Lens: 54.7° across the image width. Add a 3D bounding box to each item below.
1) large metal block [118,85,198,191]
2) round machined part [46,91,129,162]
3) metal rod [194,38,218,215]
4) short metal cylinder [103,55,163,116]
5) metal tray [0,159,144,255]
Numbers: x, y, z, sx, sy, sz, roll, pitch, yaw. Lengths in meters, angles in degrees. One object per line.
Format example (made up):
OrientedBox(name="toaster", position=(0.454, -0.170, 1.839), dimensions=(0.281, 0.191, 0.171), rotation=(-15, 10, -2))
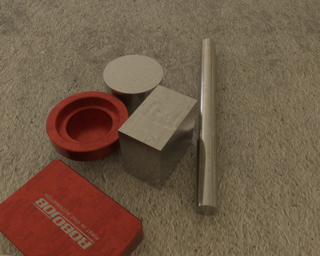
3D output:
OrientedBox(name="large metal block", position=(-0.001, 0.011, 0.358), dimensions=(0.050, 0.080, 0.080), rotation=(25, 54, 19))
OrientedBox(name="round machined part", position=(-0.087, 0.002, 0.389), dimensions=(0.099, 0.042, 0.098), rotation=(0, 50, 0))
OrientedBox(name="metal rod", position=(0.065, -0.026, 0.426), dimensions=(0.025, 0.025, 0.300), rotation=(5, 50, 4))
OrientedBox(name="short metal cylinder", position=(-0.036, -0.058, 0.435), dimensions=(0.081, 0.050, 0.080), rotation=(0, 50, 0))
OrientedBox(name="metal tray", position=(-0.093, 0.100, 0.315), dimensions=(0.130, 0.030, 0.090), rotation=(31, 56, 23))
